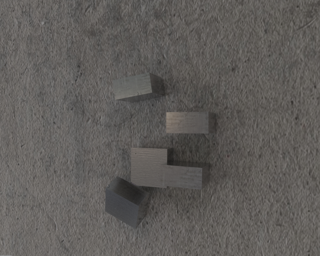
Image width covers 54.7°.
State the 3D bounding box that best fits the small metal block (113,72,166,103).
[{"bbox_3d":[-0.026,-0.051,0.405,0.050,0.050,0.025,-9,87,20],"label":"small metal block"}]

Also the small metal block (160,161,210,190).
[{"bbox_3d":[0.033,0.057,0.384,0.050,0.050,0.025,2,91,19],"label":"small metal block"}]

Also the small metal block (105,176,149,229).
[{"bbox_3d":[-0.045,0.099,0.413,0.050,0.025,0.050,24,131,18],"label":"small metal block"}]

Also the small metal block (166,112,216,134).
[{"bbox_3d":[0.040,-0.006,0.382,0.050,0.050,0.025,0,90,20],"label":"small metal block"}]

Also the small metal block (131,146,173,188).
[{"bbox_3d":[-0.010,0.051,0.413,0.050,0.025,0.050,1,90,20],"label":"small metal block"}]
